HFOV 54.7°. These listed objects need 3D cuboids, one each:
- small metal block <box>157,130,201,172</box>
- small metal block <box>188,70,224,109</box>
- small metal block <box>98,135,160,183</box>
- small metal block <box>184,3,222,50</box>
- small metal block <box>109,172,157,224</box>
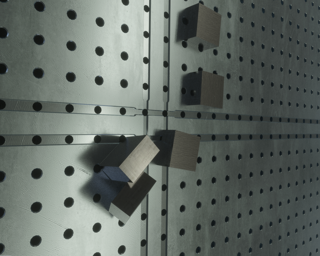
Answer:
[{"bbox_3d":[0.027,0.032,0.435,0.050,0.025,0.050,16,80,-39],"label":"small metal block"},{"bbox_3d":[0.071,-0.057,0.471,0.050,0.025,0.050,6,87,-40],"label":"small metal block"},{"bbox_3d":[-0.037,0.035,0.363,0.025,0.050,0.050,52,59,-21],"label":"small metal block"},{"bbox_3d":[0.065,-0.151,0.466,0.050,0.025,0.050,9,84,-40],"label":"small metal block"},{"bbox_3d":[-0.033,0.081,0.364,0.025,0.050,0.050,36,62,6],"label":"small metal block"}]
